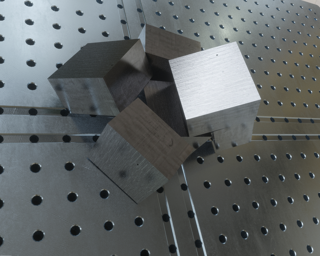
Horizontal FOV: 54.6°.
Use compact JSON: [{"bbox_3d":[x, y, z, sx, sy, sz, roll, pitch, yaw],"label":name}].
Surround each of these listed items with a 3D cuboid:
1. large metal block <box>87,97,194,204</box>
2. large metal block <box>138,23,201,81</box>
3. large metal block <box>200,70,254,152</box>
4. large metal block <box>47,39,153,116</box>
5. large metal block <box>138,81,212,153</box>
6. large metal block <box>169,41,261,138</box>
[{"bbox_3d":[-0.024,0.027,0.341,0.080,0.080,0.050,43,50,1],"label":"large metal block"},{"bbox_3d":[0.002,-0.085,0.426,0.081,0.080,0.050,12,57,-21],"label":"large metal block"},{"bbox_3d":[0.088,-0.023,0.423,0.050,0.080,0.080,-17,65,6],"label":"large metal block"},{"bbox_3d":[-0.067,-0.060,0.365,0.080,0.080,0.050,-58,140,-39],"label":"large metal block"},{"bbox_3d":[0.011,-0.013,0.405,0.081,0.050,0.080,1,61,-28],"label":"large metal block"},{"bbox_3d":[0.061,-0.044,0.362,0.080,0.050,0.080,-15,64,2],"label":"large metal block"}]
